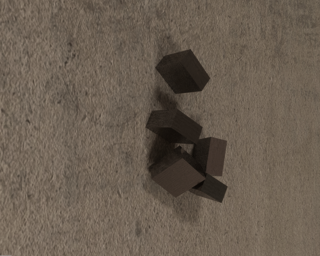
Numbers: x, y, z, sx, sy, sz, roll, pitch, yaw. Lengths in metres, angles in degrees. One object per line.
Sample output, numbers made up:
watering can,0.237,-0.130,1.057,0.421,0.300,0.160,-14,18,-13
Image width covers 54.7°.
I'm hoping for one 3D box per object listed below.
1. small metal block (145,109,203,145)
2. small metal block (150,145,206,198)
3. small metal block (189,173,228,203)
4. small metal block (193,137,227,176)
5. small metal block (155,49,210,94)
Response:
small metal block,0.018,-0.001,0.406,0.050,0.050,0.025,33,70,-36
small metal block,0.023,0.058,0.407,0.050,0.050,0.025,43,21,-29
small metal block,0.058,0.081,0.439,0.050,0.050,0.025,35,72,-36
small metal block,0.069,0.042,0.444,0.025,0.050,0.050,14,78,-17
small metal block,0.030,-0.074,0.416,0.050,0.050,0.025,49,61,-29
